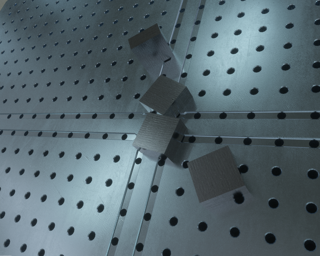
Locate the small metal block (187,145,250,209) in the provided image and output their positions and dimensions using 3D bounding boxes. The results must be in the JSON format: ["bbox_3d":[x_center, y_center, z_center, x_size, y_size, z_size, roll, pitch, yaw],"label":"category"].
[{"bbox_3d":[0.063,0.055,0.342,0.050,0.025,0.050,-25,53,13],"label":"small metal block"}]

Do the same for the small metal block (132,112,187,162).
[{"bbox_3d":[0.000,0.011,0.403,0.050,0.025,0.050,13,68,33],"label":"small metal block"}]

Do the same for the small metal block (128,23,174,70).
[{"bbox_3d":[-0.013,-0.124,0.476,0.050,0.050,0.025,-26,53,12],"label":"small metal block"}]

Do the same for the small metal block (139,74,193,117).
[{"bbox_3d":[0.008,-0.041,0.430,0.050,0.025,0.050,32,80,38],"label":"small metal block"}]
